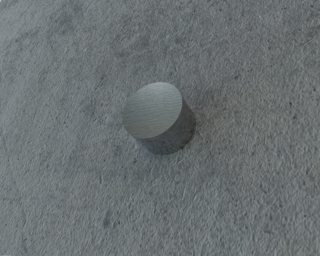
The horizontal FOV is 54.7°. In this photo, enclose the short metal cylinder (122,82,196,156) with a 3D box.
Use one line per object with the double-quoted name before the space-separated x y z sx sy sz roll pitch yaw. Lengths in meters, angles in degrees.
"short metal cylinder" 0.000 -0.011 0.395 0.080 0.050 0.080 -13 56 20
